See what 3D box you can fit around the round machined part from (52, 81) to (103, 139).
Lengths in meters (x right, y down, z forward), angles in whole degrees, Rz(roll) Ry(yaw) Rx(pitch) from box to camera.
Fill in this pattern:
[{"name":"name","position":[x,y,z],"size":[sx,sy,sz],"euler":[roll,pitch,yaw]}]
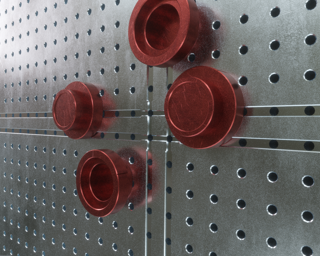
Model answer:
[{"name":"round machined part","position":[-0.143,-0.029,0.519],"size":[0.098,0.042,0.097],"euler":[0,90,40]}]

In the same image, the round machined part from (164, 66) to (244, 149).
[{"name":"round machined part","position":[0.044,-0.024,0.363],"size":[0.098,0.042,0.097],"euler":[0,90,40]}]

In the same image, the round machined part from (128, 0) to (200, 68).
[{"name":"round machined part","position":[0.009,-0.125,0.392],"size":[0.098,0.042,0.097],"euler":[0,90,40]}]

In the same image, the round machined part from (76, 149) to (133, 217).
[{"name":"round machined part","position":[-0.079,0.080,0.465],"size":[0.098,0.042,0.097],"euler":[0,90,40]}]
